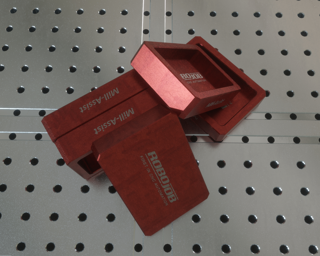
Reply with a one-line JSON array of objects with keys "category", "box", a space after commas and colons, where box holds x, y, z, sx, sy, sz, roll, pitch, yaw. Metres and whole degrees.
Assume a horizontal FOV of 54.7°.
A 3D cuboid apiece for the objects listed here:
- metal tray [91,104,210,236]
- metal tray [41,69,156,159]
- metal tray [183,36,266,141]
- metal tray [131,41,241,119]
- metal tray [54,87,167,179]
[{"category": "metal tray", "box": [-0.006, 0.050, 0.344, 0.090, 0.129, 0.030, -31, 32, -11]}, {"category": "metal tray", "box": [-0.066, -0.016, 0.382, 0.131, 0.090, 0.030, -31, 73, -11]}, {"category": "metal tray", "box": [0.066, -0.056, 0.429, 0.090, 0.030, 0.130, -42, 76, -14]}, {"category": "metal tray", "box": [0.037, -0.062, 0.375, 0.090, 0.030, 0.131, 49, 32, 15]}, {"category": "metal tray", "box": [-0.049, 0.008, 0.372, 0.131, 0.090, 0.030, -31, 73, -11]}]
